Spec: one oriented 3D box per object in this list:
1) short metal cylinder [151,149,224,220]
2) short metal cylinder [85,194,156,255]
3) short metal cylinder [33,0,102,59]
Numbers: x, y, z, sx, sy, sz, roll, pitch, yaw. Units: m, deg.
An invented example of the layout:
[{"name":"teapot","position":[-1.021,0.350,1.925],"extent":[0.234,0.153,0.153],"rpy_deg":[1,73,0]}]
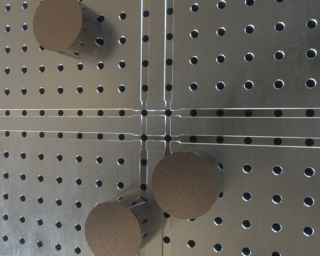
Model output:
[{"name":"short metal cylinder","position":[0.036,0.067,0.386],"extent":[0.080,0.050,0.079],"rpy_deg":[0,90,19]},{"name":"short metal cylinder","position":[-0.052,0.133,0.417],"extent":[0.080,0.050,0.079],"rpy_deg":[0,90,19]},{"name":"short metal cylinder","position":[-0.132,-0.144,0.444],"extent":[0.080,0.050,0.079],"rpy_deg":[0,90,19]}]
